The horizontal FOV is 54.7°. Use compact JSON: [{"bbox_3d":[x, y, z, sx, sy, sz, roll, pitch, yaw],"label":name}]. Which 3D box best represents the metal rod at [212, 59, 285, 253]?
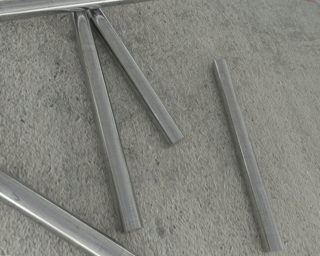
[{"bbox_3d":[0.121,0.023,0.454,0.025,0.025,0.299,5,59,-26],"label":"metal rod"}]

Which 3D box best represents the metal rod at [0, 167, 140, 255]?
[{"bbox_3d":[-0.133,0.064,0.292,0.301,0.025,0.025,35,51,-6],"label":"metal rod"}]

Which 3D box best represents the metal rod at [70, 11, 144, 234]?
[{"bbox_3d":[-0.071,-0.024,0.380,0.025,0.025,0.299,-4,64,-30],"label":"metal rod"}]

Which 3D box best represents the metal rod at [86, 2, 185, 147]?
[{"bbox_3d":[-0.056,-0.104,0.436,0.025,0.025,0.299,-23,74,-36],"label":"metal rod"}]

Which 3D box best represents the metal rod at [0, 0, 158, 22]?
[{"bbox_3d":[-0.121,-0.168,0.414,0.302,0.025,0.025,-20,72,-27],"label":"metal rod"}]
